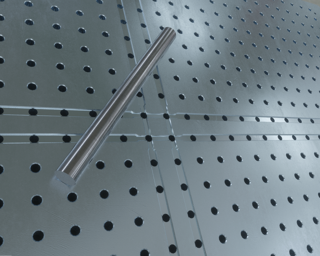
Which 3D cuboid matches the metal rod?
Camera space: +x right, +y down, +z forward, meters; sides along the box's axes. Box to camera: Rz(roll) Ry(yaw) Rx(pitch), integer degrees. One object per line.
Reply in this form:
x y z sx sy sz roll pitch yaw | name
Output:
-0.042 -0.051 0.416 0.025 0.025 0.301 34 51 -6 | metal rod
